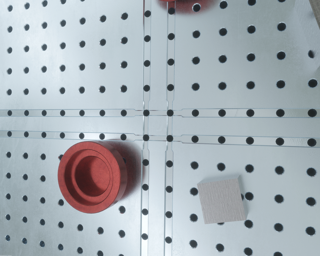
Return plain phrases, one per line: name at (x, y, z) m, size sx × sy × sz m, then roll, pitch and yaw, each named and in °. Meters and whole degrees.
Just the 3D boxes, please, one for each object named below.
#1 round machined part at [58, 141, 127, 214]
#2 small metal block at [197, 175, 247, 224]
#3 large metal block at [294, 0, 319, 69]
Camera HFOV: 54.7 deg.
round machined part at (-0.090, 0.066, 0.435) m, size 0.098 × 0.042 × 0.097 m, roll 0°, pitch 90°, yaw 20°
small metal block at (0.078, 0.089, 0.385) m, size 0.050 × 0.025 × 0.050 m, roll -12°, pitch 86°, yaw 19°
large metal block at (0.181, -0.114, 0.319) m, size 0.050 × 0.080 × 0.080 m, roll -19°, pitch 84°, yaw 19°
